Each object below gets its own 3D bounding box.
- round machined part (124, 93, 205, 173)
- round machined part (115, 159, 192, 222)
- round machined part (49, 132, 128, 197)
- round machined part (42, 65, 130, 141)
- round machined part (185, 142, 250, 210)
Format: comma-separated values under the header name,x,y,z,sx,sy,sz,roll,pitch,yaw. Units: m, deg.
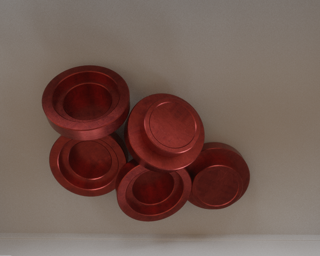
name,x,y,z,sx,sy,sz,roll,pitch,yaw
round machined part,0.009,0.002,0.372,0.099,0.042,0.098,6,70,-16
round machined part,-0.011,0.074,0.415,0.099,0.042,0.097,-6,117,-12
round machined part,-0.091,0.039,0.413,0.099,0.042,0.097,0,110,-1
round machined part,-0.085,-0.026,0.371,0.099,0.098,0.042,3,146,-2
round machined part,0.076,0.072,0.428,0.099,0.042,0.097,0,110,-1
